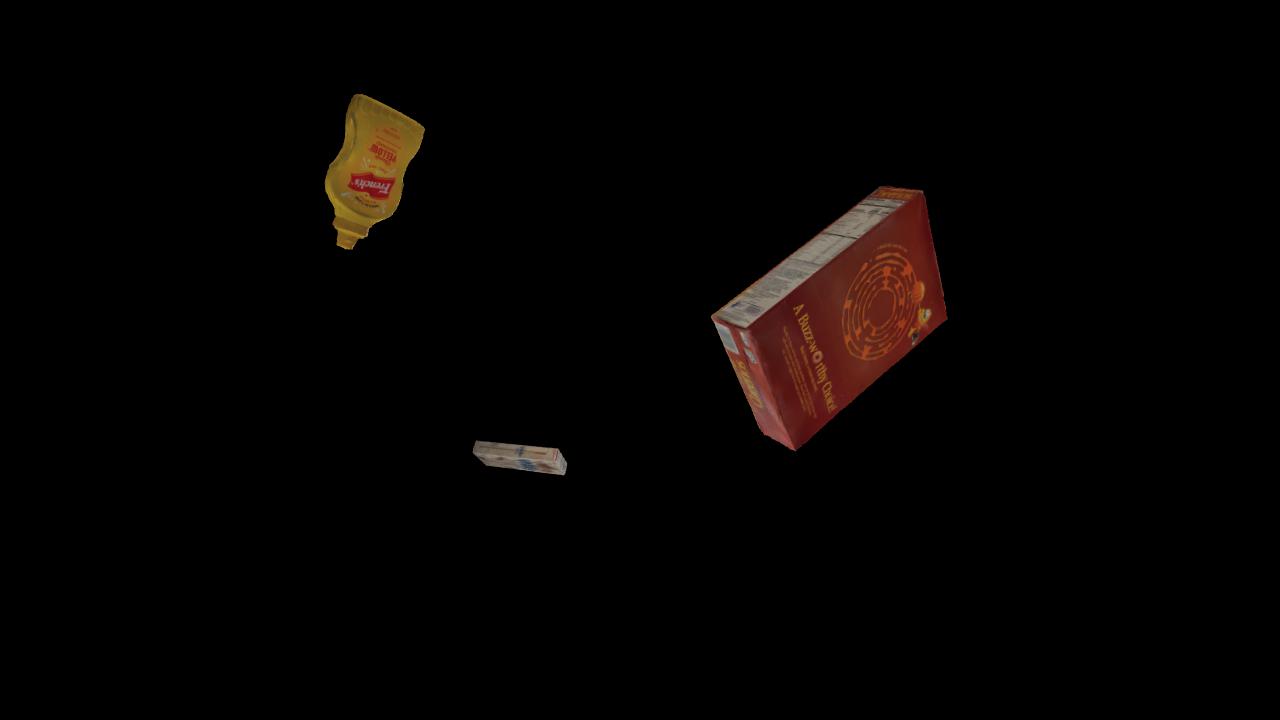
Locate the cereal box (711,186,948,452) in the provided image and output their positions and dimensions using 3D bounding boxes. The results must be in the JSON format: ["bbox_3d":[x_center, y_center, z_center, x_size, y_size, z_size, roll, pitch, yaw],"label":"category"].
[{"bbox_3d":[0.255,-0.056,0.788,0.306,0.203,0.081,-38,32,-15],"label":"cereal box"}]

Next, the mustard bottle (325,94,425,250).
[{"bbox_3d":[-0.344,-0.227,0.775,0.054,0.184,0.092,24,4,37],"label":"mustard bottle"}]

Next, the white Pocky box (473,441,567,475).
[{"bbox_3d":[-0.214,0.176,1.109,0.154,0.028,0.084,5,-26,8],"label":"white Pocky box"}]
